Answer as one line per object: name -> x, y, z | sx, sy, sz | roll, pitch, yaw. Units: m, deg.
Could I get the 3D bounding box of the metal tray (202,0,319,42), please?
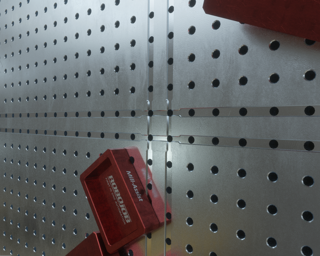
metal tray -> 0.112, -0.138, 0.283 | 0.130, 0.030, 0.089 | 24, 119, 24

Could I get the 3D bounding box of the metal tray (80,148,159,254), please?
metal tray -> -0.064, 0.106, 0.460 | 0.090, 0.030, 0.130 | -41, 65, 32

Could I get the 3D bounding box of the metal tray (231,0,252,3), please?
metal tray -> 0.103, -0.206, 0.321 | 0.090, 0.030, 0.129 | -9, 84, 39

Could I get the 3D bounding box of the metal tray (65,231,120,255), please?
metal tray -> -0.110, 0.229, 0.490 | 0.129, 0.030, 0.090 | -45, 57, 32
